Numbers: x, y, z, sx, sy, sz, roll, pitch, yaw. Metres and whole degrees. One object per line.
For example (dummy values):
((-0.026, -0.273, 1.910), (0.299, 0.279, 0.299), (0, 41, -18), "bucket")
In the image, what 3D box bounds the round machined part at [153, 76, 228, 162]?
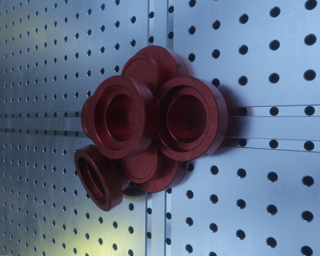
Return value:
((0.037, -0.011, 0.368), (0.098, 0.042, 0.097), (0, 90, 40), "round machined part")

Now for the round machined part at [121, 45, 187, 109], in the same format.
((-0.015, -0.061, 0.412), (0.098, 0.042, 0.097), (0, 90, 40), "round machined part")

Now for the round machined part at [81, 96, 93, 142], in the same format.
((-0.082, -0.015, 0.467), (0.098, 0.042, 0.097), (0, 90, 40), "round machined part")

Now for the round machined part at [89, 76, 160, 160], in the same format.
((-0.040, -0.012, 0.376), (0.098, 0.042, 0.097), (0, 90, 40), "round machined part")

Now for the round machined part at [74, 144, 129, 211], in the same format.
((-0.081, 0.067, 0.450), (0.098, 0.042, 0.097), (34, 137, 38), "round machined part")

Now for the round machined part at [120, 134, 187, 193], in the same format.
((-0.015, 0.037, 0.412), (0.098, 0.042, 0.097), (0, 90, 40), "round machined part")
